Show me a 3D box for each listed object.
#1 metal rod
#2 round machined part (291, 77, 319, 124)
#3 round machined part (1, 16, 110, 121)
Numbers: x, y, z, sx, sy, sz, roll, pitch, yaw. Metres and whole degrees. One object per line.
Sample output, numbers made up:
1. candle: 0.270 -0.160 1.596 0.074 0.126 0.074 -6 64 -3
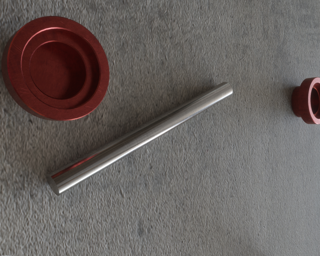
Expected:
1. metal rod: -0.002 -0.002 0.402 0.302 0.025 0.025 -29 109 -36
2. round machined part: 0.316 -0.057 0.658 0.099 0.042 0.097 0 90 -40
3. round machined part: -0.103 -0.056 0.307 0.099 0.042 0.097 0 90 -40
